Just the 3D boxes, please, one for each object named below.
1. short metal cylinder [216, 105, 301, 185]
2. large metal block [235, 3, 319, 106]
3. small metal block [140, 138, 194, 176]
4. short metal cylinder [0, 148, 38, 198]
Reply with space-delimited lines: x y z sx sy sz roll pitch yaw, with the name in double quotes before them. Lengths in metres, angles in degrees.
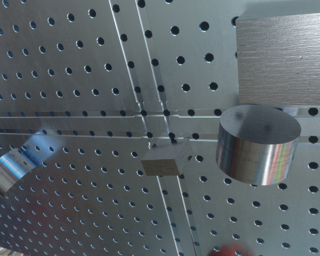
"short metal cylinder" 0.102 0.015 0.331 0.080 0.080 0.050 13 124 21
"large metal block" 0.119 -0.069 0.290 0.080 0.050 0.079 4 120 26
"small metal block" 0.010 0.039 0.414 0.050 0.050 0.025 -6 116 31
"short metal cylinder" -0.276 0.083 0.572 0.050 0.080 0.080 45 129 -3
